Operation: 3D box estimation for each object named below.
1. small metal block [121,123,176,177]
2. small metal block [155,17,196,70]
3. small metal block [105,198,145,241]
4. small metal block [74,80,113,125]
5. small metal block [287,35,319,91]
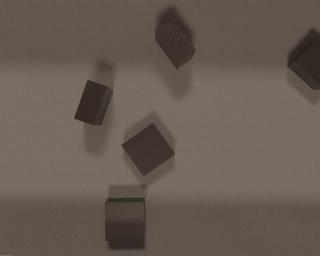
[{"bbox_3d":[-0.015,0.028,0.411,0.050,0.025,0.050,-36,90,0],"label":"small metal block"},{"bbox_3d":[0.019,-0.107,0.399,0.025,0.050,0.050,-36,90,0],"label":"small metal block"},{"bbox_3d":[-0.046,0.120,0.411,0.050,0.025,0.050,-1,90,-1],"label":"small metal block"},{"bbox_3d":[-0.084,-0.031,0.398,0.025,0.050,0.050,19,90,0],"label":"small metal block"},{"bbox_3d":[0.211,-0.087,0.414,0.050,0.025,0.050,42,90,-1],"label":"small metal block"}]
